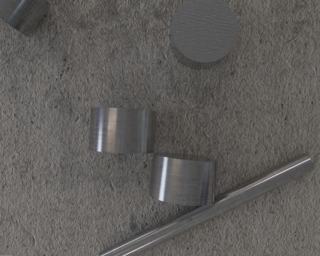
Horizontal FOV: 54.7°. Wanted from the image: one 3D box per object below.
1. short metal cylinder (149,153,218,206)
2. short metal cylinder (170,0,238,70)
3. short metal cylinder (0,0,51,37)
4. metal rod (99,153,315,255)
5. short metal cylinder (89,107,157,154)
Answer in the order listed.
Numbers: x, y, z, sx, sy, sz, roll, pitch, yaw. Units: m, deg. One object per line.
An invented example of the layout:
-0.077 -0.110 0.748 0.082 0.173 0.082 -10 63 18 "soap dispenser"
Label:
0.029 0.060 0.383 0.080 0.080 0.050 6 90 0 "short metal cylinder"
0.054 -0.119 0.398 0.081 0.050 0.079 0 90 0 "short metal cylinder"
-0.184 -0.158 0.381 0.080 0.080 0.050 36 90 0 "short metal cylinder"
0.061 0.110 0.410 0.301 0.025 0.025 -26 90 0 "metal rod"
-0.046 0.003 0.382 0.081 0.080 0.050 3 90 0 "short metal cylinder"
